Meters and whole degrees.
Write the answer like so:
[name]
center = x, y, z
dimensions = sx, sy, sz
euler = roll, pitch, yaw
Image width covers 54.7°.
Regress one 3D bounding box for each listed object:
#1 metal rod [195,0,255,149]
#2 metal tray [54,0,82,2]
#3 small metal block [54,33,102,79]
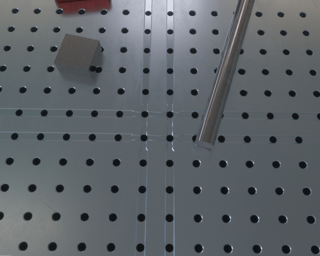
[metal rod]
center = 0.104, -0.112, 0.453
dimensions = 0.025, 0.025, 0.299
euler = 17, 71, 6
[metal tray]
center = -0.132, -0.271, 0.506
dimensions = 0.091, 0.030, 0.130
euler = -7, 70, -3
[small metal block]
center = -0.118, -0.104, 0.449
dimensions = 0.050, 0.025, 0.050
euler = 13, 70, 4
